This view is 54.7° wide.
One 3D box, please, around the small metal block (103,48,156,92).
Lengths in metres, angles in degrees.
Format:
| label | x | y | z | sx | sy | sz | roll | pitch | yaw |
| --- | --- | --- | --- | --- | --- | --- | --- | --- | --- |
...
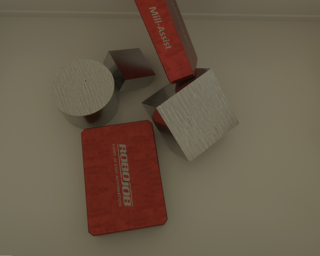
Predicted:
| label | x | y | z | sx | sy | sz | roll | pitch | yaw |
| --- | --- | --- | --- | --- | --- | --- | --- | --- | --- |
| small metal block | -0.042 | -0.081 | 0.428 | 0.050 | 0.025 | 0.050 | -17 | 69 | -36 |

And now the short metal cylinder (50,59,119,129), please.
| label | x | y | z | sx | sy | sz | roll | pitch | yaw |
| --- | --- | --- | --- | --- | --- | --- | --- | --- | --- |
| short metal cylinder | -0.098 | -0.044 | 0.411 | 0.081 | 0.050 | 0.080 | 0 | 70 | 0 |

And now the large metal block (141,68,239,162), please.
| label | x | y | z | sx | sy | sz | roll | pitch | yaw |
| --- | --- | --- | --- | --- | --- | --- | --- | --- | --- |
| large metal block | 0.038 | -0.018 | 0.383 | 0.080 | 0.050 | 0.080 | -37 | 112 | -12 |

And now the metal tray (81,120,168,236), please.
| label | x | y | z | sx | sy | sz | roll | pitch | yaw |
| --- | --- | --- | --- | --- | --- | --- | --- | --- | --- |
| metal tray | -0.045 | 0.060 | 0.384 | 0.091 | 0.030 | 0.129 | -8 | 70 | -4 |

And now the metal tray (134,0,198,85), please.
| label | x | y | z | sx | sy | sz | roll | pitch | yaw |
| --- | --- | --- | --- | --- | --- | --- | --- | --- | --- |
| metal tray | 0.007 | -0.128 | 0.375 | 0.030 | 0.090 | 0.129 | -18 | 112 | 17 |
